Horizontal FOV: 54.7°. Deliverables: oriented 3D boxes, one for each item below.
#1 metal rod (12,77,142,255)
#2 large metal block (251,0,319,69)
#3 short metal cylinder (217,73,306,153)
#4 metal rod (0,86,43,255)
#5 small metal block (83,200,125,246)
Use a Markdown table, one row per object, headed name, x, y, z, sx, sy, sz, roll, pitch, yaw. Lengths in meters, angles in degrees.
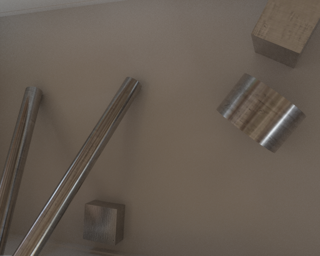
| name | x | y | z | sx | sy | sz | roll | pitch | yaw |
| --- | --- | --- | --- | --- | --- | --- | --- | --- | --- |
| metal rod | -0.106 | 0.063 | 0.381 | 0.025 | 0.025 | 0.300 | 24 | 72 | 18 |
| large metal block | 0.142 | -0.117 | 0.331 | 0.050 | 0.080 | 0.080 | 29 | 99 | 17 |
| short metal cylinder | 0.110 | -0.017 | 0.342 | 0.080 | 0.080 | 0.050 | 40 | 103 | 15 |
| metal rod | -0.197 | 0.074 | 0.408 | 0.025 | 0.025 | 0.299 | -10 | 59 | 19 |
| small metal block | -0.079 | 0.132 | 0.437 | 0.050 | 0.025 | 0.050 | 4 | 91 | 19 |
